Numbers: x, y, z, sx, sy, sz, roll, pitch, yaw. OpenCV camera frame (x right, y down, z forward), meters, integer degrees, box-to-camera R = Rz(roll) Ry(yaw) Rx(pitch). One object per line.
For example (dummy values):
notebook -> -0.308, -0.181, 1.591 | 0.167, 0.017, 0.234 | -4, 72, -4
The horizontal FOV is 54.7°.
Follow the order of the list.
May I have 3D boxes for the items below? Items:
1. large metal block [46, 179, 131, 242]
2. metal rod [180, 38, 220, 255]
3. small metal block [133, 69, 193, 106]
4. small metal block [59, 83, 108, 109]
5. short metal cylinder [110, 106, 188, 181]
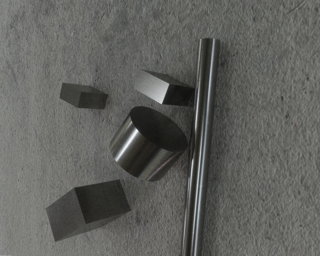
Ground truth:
large metal block -> -0.105, 0.119, 0.453 | 0.080, 0.081, 0.050 | -36, 68, 34
metal rod -> 0.045, 0.048, 0.365 | 0.025, 0.025, 0.298 | 7, 95, 39
small metal block -> 0.005, -0.049, 0.383 | 0.050, 0.050, 0.025 | 33, 110, 35
small metal block -> -0.119, -0.050, 0.484 | 0.050, 0.050, 0.025 | 26, 106, 36
short metal cylinder -> -0.013, 0.018, 0.378 | 0.080, 0.081, 0.050 | 51, 120, 27
